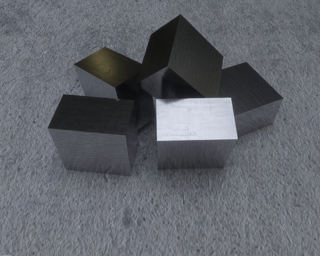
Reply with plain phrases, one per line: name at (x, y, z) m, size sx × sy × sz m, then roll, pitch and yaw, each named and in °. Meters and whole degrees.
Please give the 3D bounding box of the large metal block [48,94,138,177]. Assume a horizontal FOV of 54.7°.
large metal block at (-0.071, 0.010, 0.358) m, size 0.080 × 0.080 × 0.050 m, roll 5°, pitch 51°, yaw 4°

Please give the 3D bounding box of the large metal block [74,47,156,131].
large metal block at (-0.056, -0.047, 0.400) m, size 0.080 × 0.080 × 0.050 m, roll 31°, pitch 57°, yaw 33°

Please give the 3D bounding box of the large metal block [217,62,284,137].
large metal block at (0.101, -0.036, 0.418) m, size 0.081 × 0.050 × 0.080 m, roll -19°, pitch 53°, yaw -16°

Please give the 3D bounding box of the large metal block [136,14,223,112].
large metal block at (0.027, -0.069, 0.365) m, size 0.050 × 0.080 × 0.080 m, roll -21°, pitch 46°, yaw 43°

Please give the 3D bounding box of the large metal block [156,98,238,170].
large metal block at (0.037, 0.009, 0.355) m, size 0.081 × 0.080 × 0.050 m, roll -1°, pitch 61°, yaw -1°
